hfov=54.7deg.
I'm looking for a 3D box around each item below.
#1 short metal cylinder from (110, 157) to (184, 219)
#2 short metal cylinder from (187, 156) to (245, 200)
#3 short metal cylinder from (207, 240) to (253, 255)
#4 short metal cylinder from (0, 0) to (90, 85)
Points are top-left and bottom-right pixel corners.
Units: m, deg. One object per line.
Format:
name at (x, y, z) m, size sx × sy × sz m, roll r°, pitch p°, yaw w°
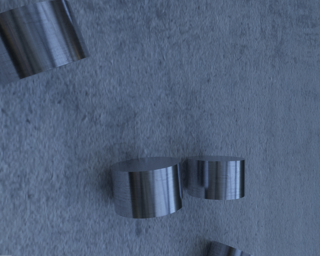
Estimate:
short metal cylinder at (-0.014, 0.066, 0.359) m, size 0.081 × 0.080 × 0.050 m, roll -9°, pitch 96°, yaw -40°
short metal cylinder at (0.079, 0.068, 0.438) m, size 0.081 × 0.080 × 0.050 m, roll 0°, pitch 90°, yaw -40°
short metal cylinder at (0.109, 0.209, 0.464) m, size 0.080 × 0.080 × 0.050 m, roll 36°, pitch 68°, yaw -35°
short metal cylinder at (-0.110, -0.076, 0.277) m, size 0.081 × 0.080 × 0.050 m, roll -30°, pitch 110°, yaw -36°
